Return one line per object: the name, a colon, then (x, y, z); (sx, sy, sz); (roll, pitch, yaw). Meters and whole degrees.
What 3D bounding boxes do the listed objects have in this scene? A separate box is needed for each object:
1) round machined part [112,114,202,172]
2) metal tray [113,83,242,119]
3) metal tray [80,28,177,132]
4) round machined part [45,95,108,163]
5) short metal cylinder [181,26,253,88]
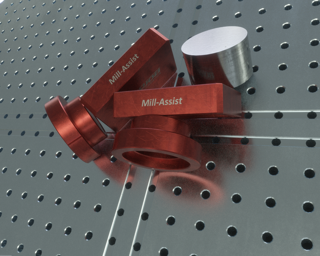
round machined part: (-0.001, 0.017, 0.348); (0.098, 0.098, 0.042); (-2, 68, 27)
metal tray: (0.022, -0.027, 0.368); (0.130, 0.090, 0.030); (-2, 89, 27)
metal tray: (-0.036, -0.060, 0.417); (0.030, 0.090, 0.130); (42, 85, 18)
round machined part: (-0.107, -0.004, 0.419); (0.042, 0.098, 0.098); (-35, 51, -5)
short metal cylinder: (0.072, -0.087, 0.389); (0.080, 0.050, 0.080); (-14, 33, 10)
